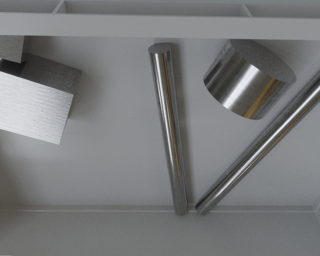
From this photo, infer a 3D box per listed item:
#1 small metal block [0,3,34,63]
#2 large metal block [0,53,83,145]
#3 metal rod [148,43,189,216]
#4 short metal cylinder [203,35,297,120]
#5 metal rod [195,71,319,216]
[{"bbox_3d":[-0.160,-0.099,0.313,0.050,0.025,0.050,13,110,-12],"label":"small metal block"},{"bbox_3d":[-0.144,-0.035,0.361,0.081,0.050,0.079,18,128,-15],"label":"large metal block"},{"bbox_3d":[0.018,0.026,0.431,0.025,0.025,0.298,-6,130,4],"label":"metal rod"},{"bbox_3d":[0.094,-0.054,0.328,0.080,0.080,0.050,20,127,-17],"label":"short metal cylinder"},{"bbox_3d":[0.137,0.036,0.441,0.025,0.025,0.298,20,127,-17],"label":"metal rod"}]
